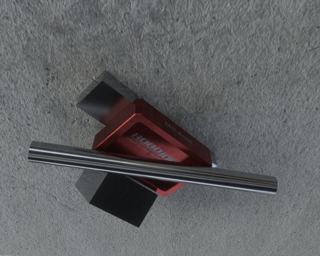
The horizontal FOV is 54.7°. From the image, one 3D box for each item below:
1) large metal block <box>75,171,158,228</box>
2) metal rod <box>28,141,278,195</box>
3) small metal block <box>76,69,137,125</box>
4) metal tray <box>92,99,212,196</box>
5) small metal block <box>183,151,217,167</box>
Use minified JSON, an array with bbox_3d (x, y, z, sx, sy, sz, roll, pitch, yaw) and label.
[{"bbox_3d":[-0.063,0.087,0.435,0.080,0.080,0.050,36,80,-27],"label":"large metal block"},{"bbox_3d":[-0.001,0.051,0.380,0.302,0.025,0.025,9,130,-9],"label":"metal rod"},{"bbox_3d":[-0.064,-0.034,0.378,0.050,0.025,0.050,-38,121,27],"label":"small metal block"},{"bbox_3d":[-0.008,0.031,0.398,0.130,0.030,0.090,36,121,-27],"label":"metal tray"},{"bbox_3d":[0.046,0.049,0.451,0.050,0.025,0.050,31,123,-24],"label":"small metal block"}]
